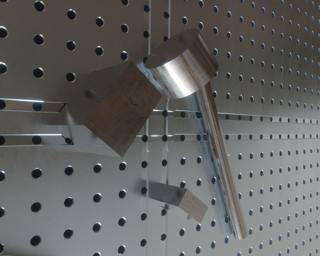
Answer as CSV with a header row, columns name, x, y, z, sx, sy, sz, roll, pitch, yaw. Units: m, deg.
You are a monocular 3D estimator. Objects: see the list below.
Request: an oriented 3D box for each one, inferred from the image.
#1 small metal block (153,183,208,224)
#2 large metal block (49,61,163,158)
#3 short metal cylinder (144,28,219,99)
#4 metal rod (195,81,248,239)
name,x,y,z,sx,sy,sz,roll,pitch,yaw
small metal block,0.028,0.102,0.419,0.050,0.050,0.025,44,63,-31
large metal block,-0.057,-0.019,0.327,0.050,0.080,0.080,46,62,-31
short metal cylinder,0.027,-0.083,0.398,0.050,0.080,0.080,52,60,-28
metal rod,0.095,0.043,0.491,0.025,0.025,0.298,-28,108,-37
